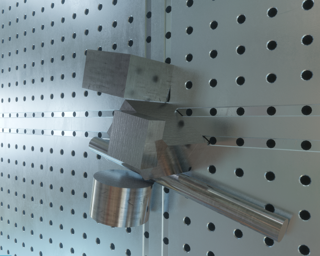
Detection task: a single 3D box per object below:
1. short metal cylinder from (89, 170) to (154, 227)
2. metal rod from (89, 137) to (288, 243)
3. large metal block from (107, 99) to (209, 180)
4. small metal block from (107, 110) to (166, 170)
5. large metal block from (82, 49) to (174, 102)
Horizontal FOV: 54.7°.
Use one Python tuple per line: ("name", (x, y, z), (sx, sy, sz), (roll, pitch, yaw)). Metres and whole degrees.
("short metal cylinder", (-0.051, 0.091, 0.413), (0.080, 0.081, 0.050), (14, 99, 39))
("metal rod", (0.010, 0.064, 0.399), (0.300, 0.025, 0.025), (19, 102, 38))
("large metal block", (-0.002, 0.012, 0.374), (0.080, 0.081, 0.050), (47, 118, 29))
("small metal block", (-0.026, 0.011, 0.325), (0.050, 0.025, 0.050), (18, 101, 38))
("large metal block", (-0.042, -0.068, 0.406), (0.080, 0.081, 0.050), (17, 101, 38))
